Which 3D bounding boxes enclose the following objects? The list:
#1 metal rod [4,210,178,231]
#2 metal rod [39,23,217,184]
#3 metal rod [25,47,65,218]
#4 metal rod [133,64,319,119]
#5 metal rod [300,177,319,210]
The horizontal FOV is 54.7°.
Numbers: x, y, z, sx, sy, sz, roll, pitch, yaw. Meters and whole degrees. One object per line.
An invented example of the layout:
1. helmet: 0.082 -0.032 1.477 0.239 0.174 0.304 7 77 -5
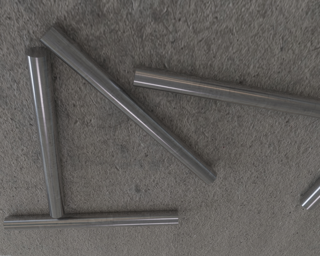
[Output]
1. metal rod: -0.119 0.162 0.543 0.302 0.025 0.025 -2 130 1
2. metal rod: -0.021 -0.013 0.395 0.025 0.025 0.300 -33 123 24
3. metal rod: -0.154 0.030 0.431 0.025 0.025 0.298 6 130 -5
4. metal rod: 0.119 -0.037 0.376 0.302 0.025 0.025 9 130 -8
5. metal rod: 0.285 0.017 0.424 0.025 0.025 0.298 12 129 -10
